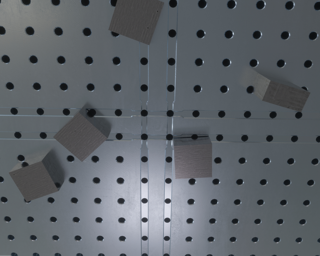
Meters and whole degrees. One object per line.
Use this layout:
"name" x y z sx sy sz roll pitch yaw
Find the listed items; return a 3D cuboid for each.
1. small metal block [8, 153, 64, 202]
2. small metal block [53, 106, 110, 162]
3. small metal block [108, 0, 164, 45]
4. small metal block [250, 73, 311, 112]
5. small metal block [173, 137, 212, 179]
"small metal block" -0.173 0.070 0.438 0.050 0.025 0.050 -20 109 7
"small metal block" -0.104 0.008 0.416 0.050 0.025 0.050 -42 105 14
"small metal block" -0.027 -0.131 0.365 0.050 0.025 0.050 19 109 -7
"small metal block" 0.147 -0.045 0.384 0.050 0.050 0.025 16 109 -6
"small metal block" 0.045 0.041 0.429 0.050 0.025 0.050 -3 110 1
